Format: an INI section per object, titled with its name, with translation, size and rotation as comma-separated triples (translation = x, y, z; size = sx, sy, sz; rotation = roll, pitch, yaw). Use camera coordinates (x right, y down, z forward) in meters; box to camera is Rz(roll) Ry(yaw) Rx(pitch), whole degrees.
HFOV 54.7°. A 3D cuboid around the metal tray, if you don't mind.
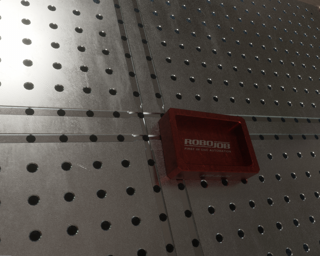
[metal tray]
translation = 0.068, 0.024, 0.428
size = 0.131, 0.030, 0.090
rotation = 6, 59, -26
